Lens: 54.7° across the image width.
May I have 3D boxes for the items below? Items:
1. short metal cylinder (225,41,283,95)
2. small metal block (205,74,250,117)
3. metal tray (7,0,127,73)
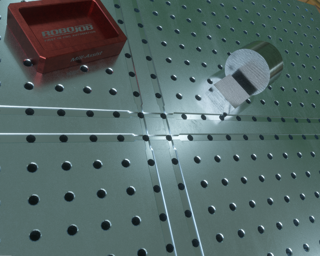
[{"bbox_3d":[0.158,-0.101,0.522,0.050,0.080,0.080,-34,81,-38],"label":"short metal cylinder"},{"bbox_3d":[0.110,-0.054,0.502,0.050,0.025,0.050,-35,82,-39],"label":"small metal block"},{"bbox_3d":[-0.122,-0.132,0.420,0.131,0.030,0.090,-26,76,-37],"label":"metal tray"}]
